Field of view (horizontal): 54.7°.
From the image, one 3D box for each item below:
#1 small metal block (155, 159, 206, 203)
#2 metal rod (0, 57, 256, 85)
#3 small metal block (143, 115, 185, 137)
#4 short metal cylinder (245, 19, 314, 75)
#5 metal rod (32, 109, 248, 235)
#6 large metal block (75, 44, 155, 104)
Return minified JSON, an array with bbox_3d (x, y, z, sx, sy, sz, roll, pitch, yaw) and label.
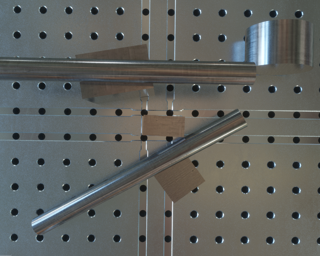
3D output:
[{"bbox_3d":[0.024,0.063,0.413,0.050,0.025,0.050,-36,90,0],"label":"small metal block"},{"bbox_3d":[-0.051,-0.061,0.332,0.302,0.025,0.025,1,90,0],"label":"metal rod"},{"bbox_3d":[0.005,-0.003,0.401,0.050,0.050,0.025,3,90,0],"label":"small metal block"},{"bbox_3d":[0.147,-0.097,0.387,0.081,0.080,0.050,1,90,0],"label":"short metal cylinder"},{"bbox_3d":[-0.031,0.059,0.393,0.301,0.025,0.025,-29,90,7],"label":"metal rod"},{"bbox_3d":[-0.051,-0.063,0.385,0.080,0.080,0.050,-9,90,0],"label":"large metal block"}]
